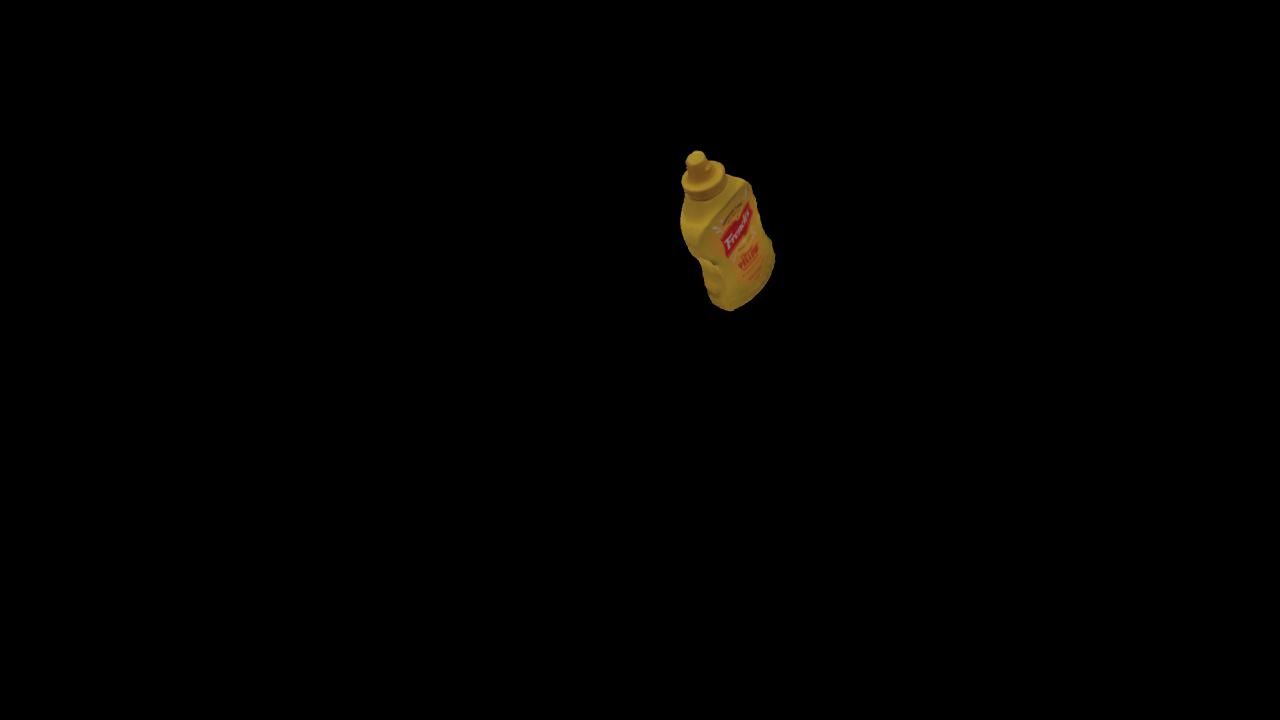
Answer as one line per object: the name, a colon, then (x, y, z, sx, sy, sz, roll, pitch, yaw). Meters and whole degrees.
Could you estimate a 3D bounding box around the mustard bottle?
mustard bottle: (0.084, -0.137, 0.628, 0.054, 0.092, 0.184, 38, -11, 40)
